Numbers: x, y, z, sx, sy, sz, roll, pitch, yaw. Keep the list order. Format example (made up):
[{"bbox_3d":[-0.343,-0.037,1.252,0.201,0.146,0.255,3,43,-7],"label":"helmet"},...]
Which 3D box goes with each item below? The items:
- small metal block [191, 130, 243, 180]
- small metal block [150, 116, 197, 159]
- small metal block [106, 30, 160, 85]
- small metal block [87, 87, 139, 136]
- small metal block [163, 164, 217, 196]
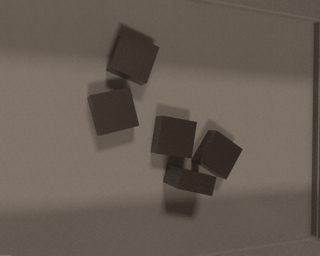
[{"bbox_3d":[0.082,0.038,0.442,0.050,0.025,0.050,35,79,-17],"label":"small metal block"},{"bbox_3d":[0.019,0.012,0.419,0.050,0.025,0.050,10,87,-20],"label":"small metal block"},{"bbox_3d":[-0.035,-0.089,0.398,0.050,0.025,0.050,21,83,-19],"label":"small metal block"},{"bbox_3d":[-0.059,-0.021,0.390,0.050,0.025,0.050,-15,95,-20],"label":"small metal block"},{"bbox_3d":[0.038,0.069,0.413,0.050,0.050,0.025,16,85,-20],"label":"small metal block"}]
